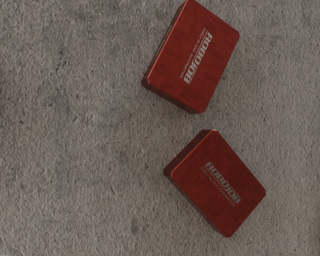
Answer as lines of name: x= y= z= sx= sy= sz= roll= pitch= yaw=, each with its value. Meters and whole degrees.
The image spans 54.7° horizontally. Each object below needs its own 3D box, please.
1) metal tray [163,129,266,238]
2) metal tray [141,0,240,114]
metal tray: x=0.079 y=0.077 z=0.436 sx=0.090 sy=0.030 sz=0.130 roll=-45 pitch=104 yaw=-15
metal tray: x=0.043 y=-0.095 z=0.422 sx=0.090 sy=0.030 sz=0.130 roll=29 pitch=81 yaw=-18
